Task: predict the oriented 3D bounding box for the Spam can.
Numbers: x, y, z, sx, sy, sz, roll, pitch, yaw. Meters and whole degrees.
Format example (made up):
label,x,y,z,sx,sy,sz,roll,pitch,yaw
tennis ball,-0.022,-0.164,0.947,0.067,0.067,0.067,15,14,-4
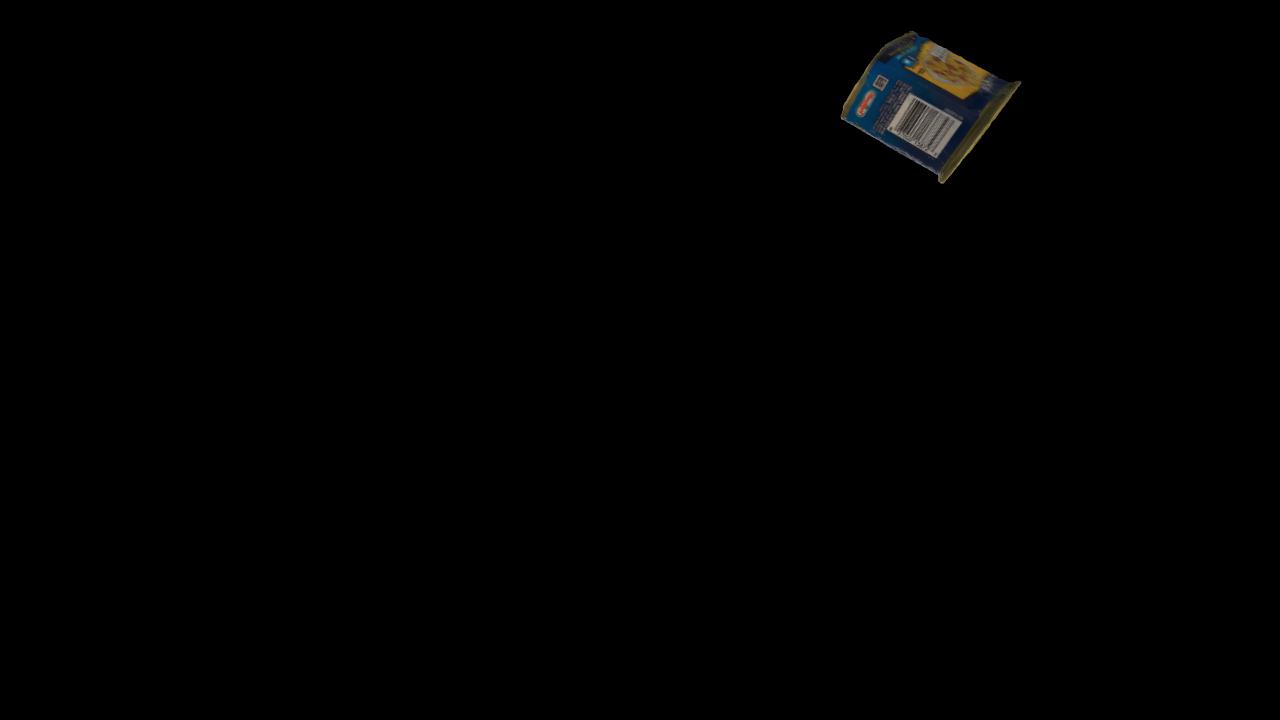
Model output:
label,x,y,z,sx,sy,sz,roll,pitch,yaw
Spam can,0.200,-0.179,0.426,0.085,0.058,0.101,37,48,13
